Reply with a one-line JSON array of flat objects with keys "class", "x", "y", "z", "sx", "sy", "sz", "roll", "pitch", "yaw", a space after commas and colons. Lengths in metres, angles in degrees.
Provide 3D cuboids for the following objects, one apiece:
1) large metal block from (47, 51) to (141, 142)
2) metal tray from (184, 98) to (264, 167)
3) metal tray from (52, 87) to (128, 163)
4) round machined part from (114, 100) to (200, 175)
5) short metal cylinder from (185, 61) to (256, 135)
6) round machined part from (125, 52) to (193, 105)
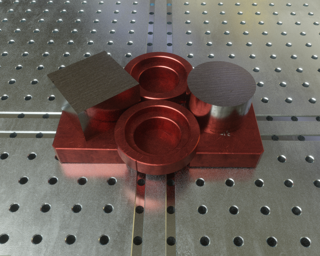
[{"class": "large metal block", "x": -0.080, "y": -0.042, "z": 0.387, "sx": 0.081, "sy": 0.050, "sz": 0.080, "roll": -30, "pitch": 56, "yaw": -23}, {"class": "metal tray", "x": 0.078, "y": -0.011, "z": 0.411, "sx": 0.091, "sy": 0.030, "sz": 0.130, "roll": 1, "pitch": 50, "yaw": 0}, {"class": "metal tray", "x": -0.082, "y": -0.015, "z": 0.416, "sx": 0.091, "sy": 0.030, "sz": 0.130, "roll": 1, "pitch": 50, "yaw": -1}, {"class": "round machined part", "x": -0.003, "y": 0.015, "z": 0.372, "sx": 0.099, "sy": 0.042, "sz": 0.098, "roll": 0, "pitch": 50, "yaw": 0}, {"class": "short metal cylinder", "x": 0.072, "y": -0.038, "z": 0.384, "sx": 0.081, "sy": 0.050, "sz": 0.080, "roll": 0, "pitch": 50, "yaw": 0}, {"class": "round machined part", "x": -0.001, "y": -0.061, "z": 0.435, "sx": 0.099, "sy": 0.042, "sz": 0.098, "roll": 0, "pitch": 50, "yaw": 0}]
